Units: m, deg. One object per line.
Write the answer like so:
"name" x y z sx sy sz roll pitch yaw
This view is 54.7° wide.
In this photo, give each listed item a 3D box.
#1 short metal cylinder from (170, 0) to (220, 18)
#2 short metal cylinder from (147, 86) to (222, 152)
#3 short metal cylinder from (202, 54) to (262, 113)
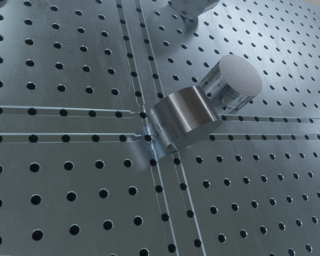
"short metal cylinder" 0.064 -0.245 0.556 0.080 0.080 0.050 47 51 4
"short metal cylinder" 0.031 -0.010 0.396 0.081 0.080 0.050 -16 70 -34
"short metal cylinder" 0.115 -0.071 0.497 0.081 0.050 0.080 14 56 -21
